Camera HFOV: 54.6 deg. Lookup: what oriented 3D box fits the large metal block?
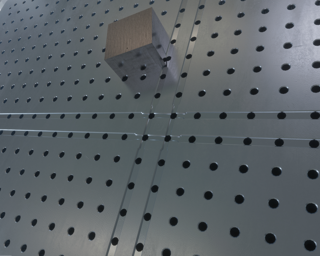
[{"bbox_3d":[-0.038,-0.134,0.496,0.080,0.050,0.080,-14,56,20],"label":"large metal block"}]
